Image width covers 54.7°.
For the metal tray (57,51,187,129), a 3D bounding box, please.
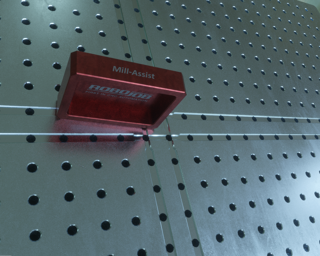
[{"bbox_3d":[-0.047,-0.038,0.365,0.131,0.090,0.030,7,59,-25],"label":"metal tray"}]
